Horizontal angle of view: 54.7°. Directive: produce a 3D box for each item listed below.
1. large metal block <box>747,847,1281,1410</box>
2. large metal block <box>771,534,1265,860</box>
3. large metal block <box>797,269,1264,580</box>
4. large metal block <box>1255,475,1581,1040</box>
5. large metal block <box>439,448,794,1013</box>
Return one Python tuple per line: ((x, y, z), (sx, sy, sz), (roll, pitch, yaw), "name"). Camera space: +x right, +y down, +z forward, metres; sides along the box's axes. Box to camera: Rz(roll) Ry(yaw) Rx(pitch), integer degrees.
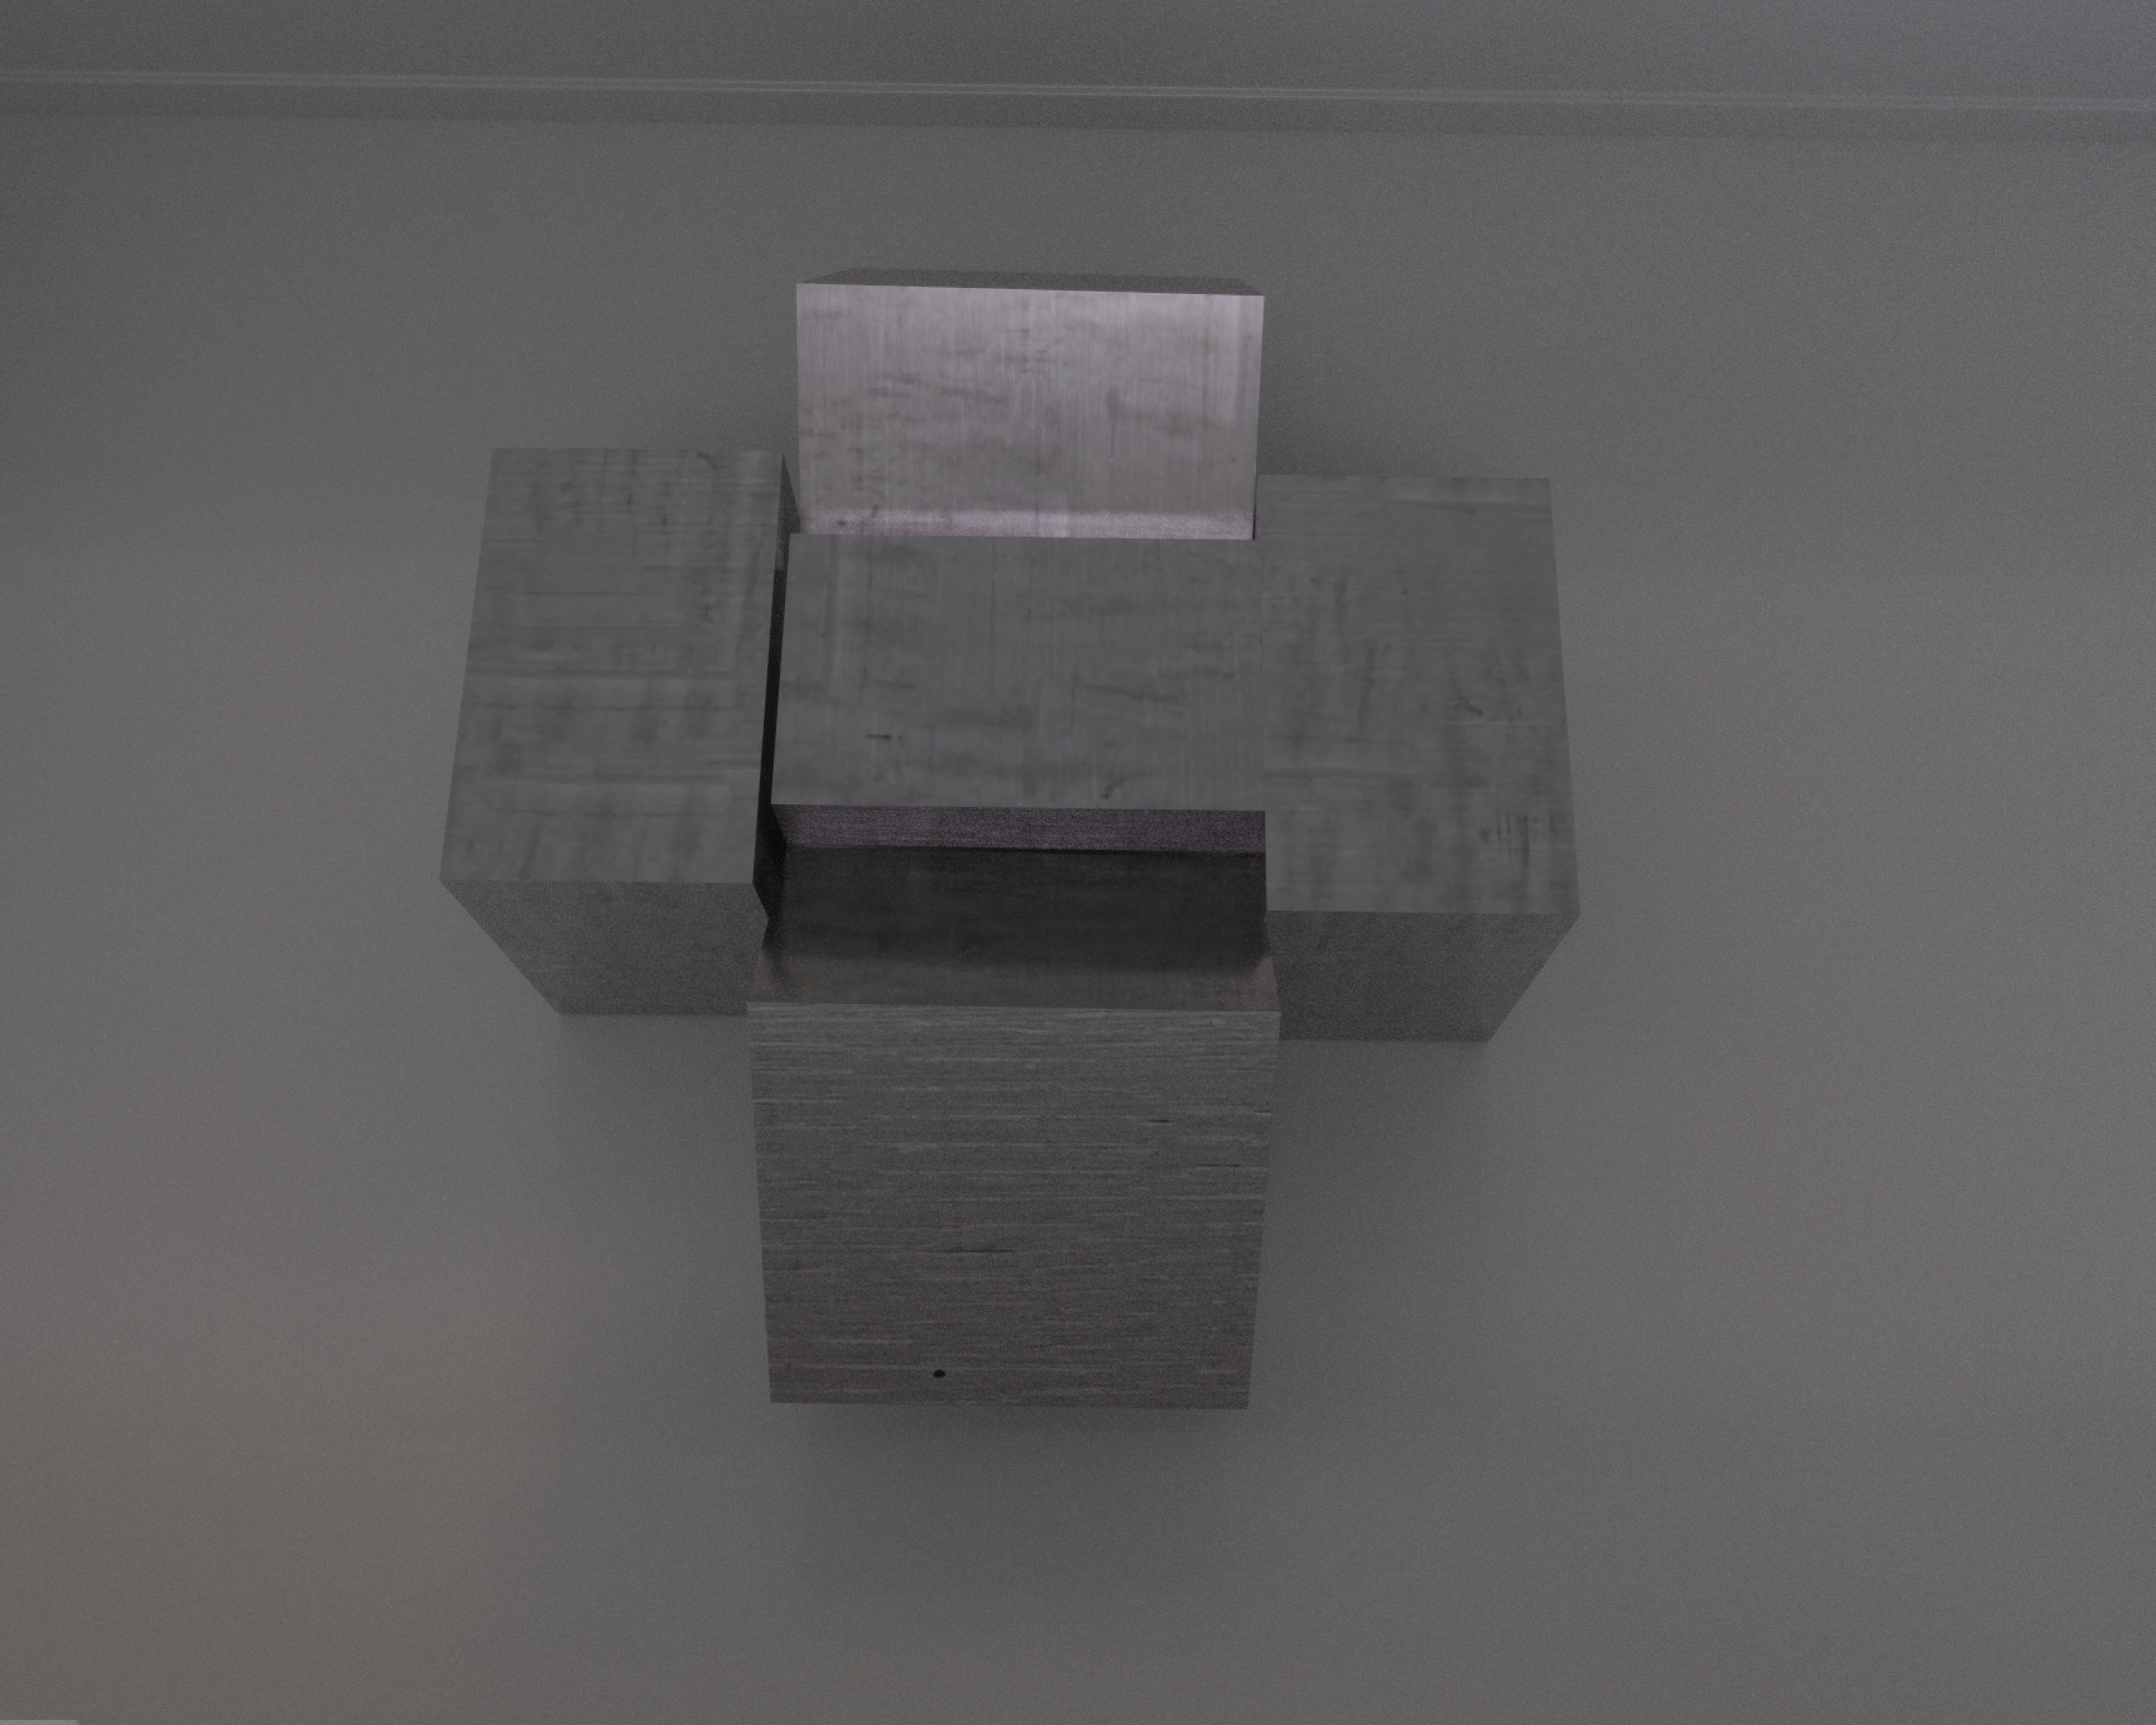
((-0.011, 0.045, 0.355), (0.081, 0.079, 0.050), (1, 28, -1), "large metal block")
((-0.009, -0.019, 0.386), (0.080, 0.080, 0.050), (1, 70, 0), "large metal block")
((-0.008, -0.087, 0.404), (0.080, 0.080, 0.050), (2, 108, 0), "large metal block")
((0.056, -0.016, 0.385), (0.050, 0.080, 0.080), (1, 70, 0), "large metal block")
((-0.077, -0.021, 0.386), (0.050, 0.080, 0.080), (1, 70, 0), "large metal block")
